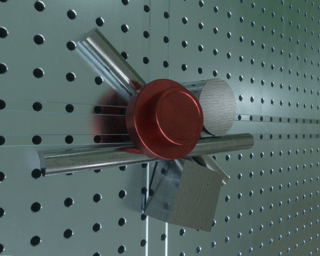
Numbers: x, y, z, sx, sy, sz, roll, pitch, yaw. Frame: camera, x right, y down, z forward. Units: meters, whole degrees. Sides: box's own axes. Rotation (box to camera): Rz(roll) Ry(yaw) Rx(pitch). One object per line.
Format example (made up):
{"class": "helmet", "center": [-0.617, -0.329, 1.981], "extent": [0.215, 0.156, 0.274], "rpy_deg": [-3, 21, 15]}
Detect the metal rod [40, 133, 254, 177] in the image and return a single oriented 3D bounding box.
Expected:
{"class": "metal rod", "center": [0.008, 0.028, 0.394], "extent": [0.303, 0.025, 0.025], "rpy_deg": [-4, 93, -33]}

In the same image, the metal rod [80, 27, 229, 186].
{"class": "metal rod", "center": [0.010, -0.010, 0.420], "extent": [0.300, 0.025, 0.025], "rpy_deg": [46, 62, -31]}

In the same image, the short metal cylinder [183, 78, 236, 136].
{"class": "short metal cylinder", "center": [0.065, -0.029, 0.449], "extent": [0.081, 0.050, 0.079], "rpy_deg": [0, 90, -40]}

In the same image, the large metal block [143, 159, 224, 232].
{"class": "large metal block", "center": [0.034, 0.090, 0.421], "extent": [0.080, 0.050, 0.080], "rpy_deg": [26, 74, -38]}

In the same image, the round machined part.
{"class": "round machined part", "center": [0.013, -0.011, 0.367], "extent": [0.099, 0.042, 0.097], "rpy_deg": [7, 78, -33]}
